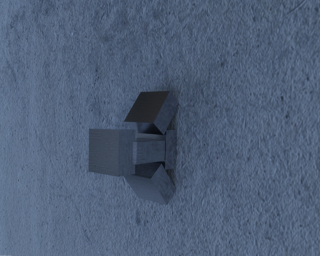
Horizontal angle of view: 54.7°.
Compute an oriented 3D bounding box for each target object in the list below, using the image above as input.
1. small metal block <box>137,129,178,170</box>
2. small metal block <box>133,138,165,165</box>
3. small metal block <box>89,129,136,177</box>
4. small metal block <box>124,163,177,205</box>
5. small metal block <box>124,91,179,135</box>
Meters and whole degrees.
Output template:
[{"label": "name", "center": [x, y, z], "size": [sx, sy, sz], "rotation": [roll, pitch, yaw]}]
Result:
[{"label": "small metal block", "center": [-0.004, 0.026, 0.409], "size": [0.050, 0.025, 0.050], "rotation": [3, 92, 39]}, {"label": "small metal block", "center": [-0.029, 0.027, 0.379], "size": [0.050, 0.050, 0.025], "rotation": [3, 92, 39]}, {"label": "small metal block", "center": [-0.055, 0.026, 0.352], "size": [0.050, 0.025, 0.050], "rotation": [1, 91, 39]}, {"label": "small metal block", "center": [-0.014, 0.069, 0.400], "size": [0.050, 0.025, 0.050], "rotation": [3, 133, 39]}, {"label": "small metal block", "center": [-0.011, -0.020, 0.398], "size": [0.050, 0.025, 0.050], "rotation": [4, 56, 40]}]
